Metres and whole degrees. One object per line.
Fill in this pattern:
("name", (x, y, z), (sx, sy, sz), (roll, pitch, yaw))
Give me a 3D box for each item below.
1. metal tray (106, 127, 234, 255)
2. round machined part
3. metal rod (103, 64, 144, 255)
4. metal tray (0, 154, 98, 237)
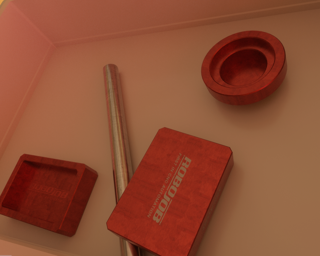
("metal tray", (0.014, 0.069, 0.334), (0.090, 0.030, 0.130), (18, 64, 25))
("round machined part", (0.104, -0.069, 0.382), (0.098, 0.042, 0.098), (-13, 56, 20))
("metal rod", (-0.054, 0.024, 0.417), (0.025, 0.025, 0.299), (-23, 53, 14))
("metal tray", (-0.159, 0.088, 0.429), (0.130, 0.030, 0.090), (5, 64, 29))
